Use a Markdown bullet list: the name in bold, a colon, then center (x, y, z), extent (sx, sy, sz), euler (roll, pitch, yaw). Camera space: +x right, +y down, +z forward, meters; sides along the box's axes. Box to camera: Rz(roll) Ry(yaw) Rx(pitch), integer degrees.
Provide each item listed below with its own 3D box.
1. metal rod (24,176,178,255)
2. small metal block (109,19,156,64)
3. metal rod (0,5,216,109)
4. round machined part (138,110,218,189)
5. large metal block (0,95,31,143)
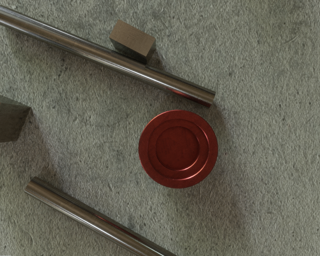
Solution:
- **metal rod**: center (-0.040, 0.149, 0.409), extent (0.301, 0.025, 0.025), euler (30, 90, -1)
- **small metal block**: center (-0.033, -0.109, 0.397), extent (0.050, 0.050, 0.025), euler (27, 90, -1)
- **metal rod**: center (-0.071, -0.093, 0.408), extent (0.301, 0.025, 0.025), euler (22, 90, -1)
- **round machined part**: center (0.022, 0.026, 0.402), extent (0.099, 0.042, 0.097), euler (0, 90, -1)
- **large metal block**: center (-0.222, -0.020, 0.380), extent (0.080, 0.080, 0.050), euler (22, 90, -1)
